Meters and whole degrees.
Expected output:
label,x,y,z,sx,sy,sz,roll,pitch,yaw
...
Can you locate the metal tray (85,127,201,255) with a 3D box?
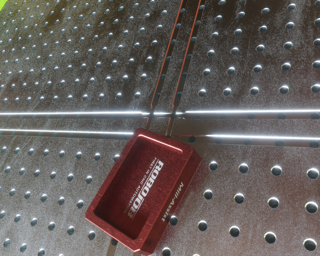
label,x,y,z,sx,sy,sz,roll,pitch,yaw
metal tray,-0.020,0.070,0.373,0.090,0.030,0.130,19,72,35
